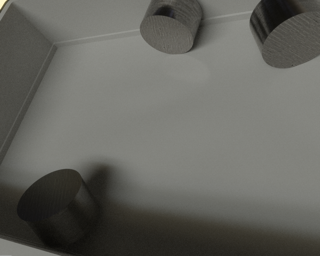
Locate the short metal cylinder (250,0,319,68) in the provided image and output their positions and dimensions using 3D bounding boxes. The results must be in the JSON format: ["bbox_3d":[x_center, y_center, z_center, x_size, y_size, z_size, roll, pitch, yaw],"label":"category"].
[{"bbox_3d":[0.152,-0.117,0.362,0.080,0.080,0.050,-20,54,16],"label":"short metal cylinder"}]

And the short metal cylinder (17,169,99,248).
[{"bbox_3d":[-0.122,0.096,0.377,0.080,0.050,0.080,-14,34,10],"label":"short metal cylinder"}]

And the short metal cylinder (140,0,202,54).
[{"bbox_3d":[0.017,-0.154,0.457,0.080,0.080,0.050,5,64,30],"label":"short metal cylinder"}]
